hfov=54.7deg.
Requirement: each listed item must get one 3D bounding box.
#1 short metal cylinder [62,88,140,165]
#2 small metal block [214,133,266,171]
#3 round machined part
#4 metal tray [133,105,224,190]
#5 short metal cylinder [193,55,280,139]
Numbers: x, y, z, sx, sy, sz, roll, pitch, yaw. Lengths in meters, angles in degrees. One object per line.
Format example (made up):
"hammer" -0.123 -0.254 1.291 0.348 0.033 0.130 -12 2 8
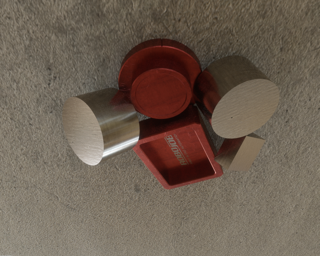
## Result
"short metal cylinder" -0.070 -0.003 0.361 0.050 0.080 0.079 -23 146 -41
"small metal block" 0.106 0.029 0.411 0.050 0.025 0.050 11 110 -44
"round machined part" 0.001 -0.049 0.357 0.099 0.042 0.097 0 130 0
"metal tray" 0.026 0.032 0.418 0.090 0.030 0.130 -17 138 14
"short metal cylinder" 0.085 -0.034 0.350 0.081 0.050 0.079 -12 134 -13
